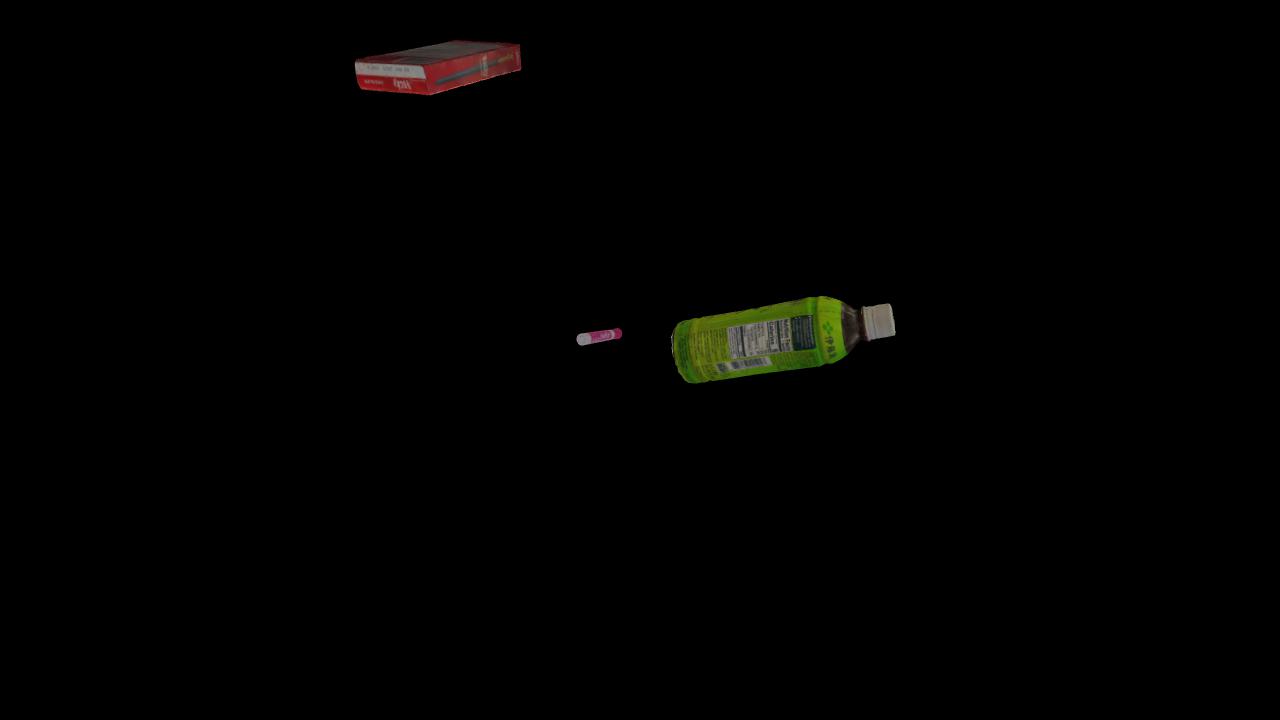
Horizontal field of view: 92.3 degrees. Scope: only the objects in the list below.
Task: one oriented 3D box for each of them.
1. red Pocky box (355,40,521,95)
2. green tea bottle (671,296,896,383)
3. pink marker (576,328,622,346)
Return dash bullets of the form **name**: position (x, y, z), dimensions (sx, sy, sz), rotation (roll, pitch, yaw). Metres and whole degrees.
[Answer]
- **red Pocky box**: position (-0.191, -0.290, 0.605), dimensions (0.083, 0.028, 0.155), rotation (13, 36, 20)
- **green tea bottle**: position (0.139, -0.022, 0.611), dimensions (0.212, 0.073, 0.073), rotation (-7, -3, 27)
- **pink marker**: position (-0.062, -0.038, 0.987), dimensions (0.020, 0.020, 0.121), rotation (0, 7, 26)
